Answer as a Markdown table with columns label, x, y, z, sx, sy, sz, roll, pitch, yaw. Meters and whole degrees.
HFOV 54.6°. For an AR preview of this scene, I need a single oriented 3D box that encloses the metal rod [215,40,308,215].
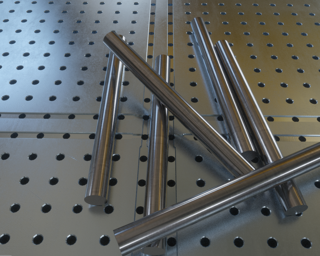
| label | x | y | z | sx | sy | sz | roll | pitch | yaw |
| --- | --- | --- | --- | --- | --- | --- | --- | --- | --- |
| metal rod | 0.125 | -0.025 | 0.429 | 0.025 | 0.025 | 0.300 | -6 | 50 | -5 |

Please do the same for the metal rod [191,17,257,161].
| label | x | y | z | sx | sy | sz | roll | pitch | yaw |
| --- | --- | --- | --- | --- | --- | --- | --- | --- | --- |
| metal rod | 0.087 | -0.079 | 0.474 | 0.025 | 0.025 | 0.300 | -6 | 50 | -5 |

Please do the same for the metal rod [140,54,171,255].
| label | x | y | z | sx | sy | sz | roll | pitch | yaw |
| --- | --- | --- | --- | --- | --- | --- | --- | --- | --- |
| metal rod | -0.001 | 0.007 | 0.402 | 0.025 | 0.025 | 0.300 | 2 | 50 | 1 |

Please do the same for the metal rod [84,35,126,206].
| label | x | y | z | sx | sy | sz | roll | pitch | yaw |
| --- | --- | --- | --- | --- | --- | --- | --- | --- | --- |
| metal rod | -0.070 | -0.035 | 0.437 | 0.025 | 0.025 | 0.300 | 0 | 50 | 0 |

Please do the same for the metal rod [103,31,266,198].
| label | x | y | z | sx | sy | sz | roll | pitch | yaw |
| --- | --- | --- | --- | --- | --- | --- | --- | --- | --- |
| metal rod | 0.021 | -0.031 | 0.405 | 0.025 | 0.025 | 0.300 | -33 | 66 | -24 |

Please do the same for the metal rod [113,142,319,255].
| label | x | y | z | sx | sy | sz | roll | pitch | yaw |
| --- | --- | --- | --- | --- | --- | --- | --- | --- | --- |
| metal rod | 0.098 | 0.058 | 0.325 | 0.302 | 0.025 | 0.025 | -19 | 53 | -16 |
